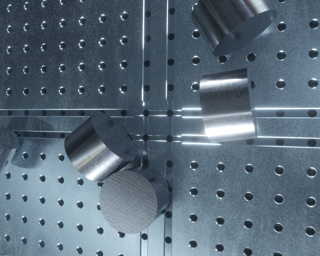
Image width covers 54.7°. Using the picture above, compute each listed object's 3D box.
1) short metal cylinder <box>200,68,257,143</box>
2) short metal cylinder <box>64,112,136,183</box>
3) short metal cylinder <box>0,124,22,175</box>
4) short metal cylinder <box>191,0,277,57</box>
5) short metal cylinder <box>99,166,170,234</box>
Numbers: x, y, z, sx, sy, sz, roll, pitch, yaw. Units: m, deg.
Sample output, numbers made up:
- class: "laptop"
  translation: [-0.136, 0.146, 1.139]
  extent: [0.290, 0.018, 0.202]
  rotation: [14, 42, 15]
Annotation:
- class: "short metal cylinder"
  translation: [0.080, -0.025, 0.355]
  extent: [0.050, 0.080, 0.080]
  rotation: [-7, 88, 20]
- class: "short metal cylinder"
  translation: [-0.078, 0.025, 0.411]
  extent: [0.050, 0.080, 0.080]
  rotation: [-39, 78, 16]
- class: "short metal cylinder"
  translation: [-0.265, 0.029, 0.477]
  extent: [0.080, 0.080, 0.050]
  rotation: [36, 102, 16]
- class: "short metal cylinder"
  translation: [0.083, -0.126, 0.354]
  extent: [0.080, 0.080, 0.050]
  rotation: [-32, 80, 17]
- class: "short metal cylinder"
  translation: [-0.032, 0.092, 0.411]
  extent: [0.080, 0.050, 0.079]
  rotation: [0, 90, 20]
